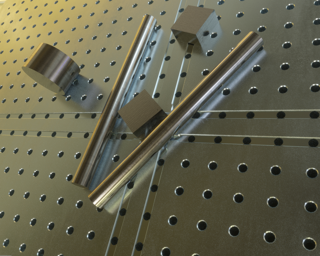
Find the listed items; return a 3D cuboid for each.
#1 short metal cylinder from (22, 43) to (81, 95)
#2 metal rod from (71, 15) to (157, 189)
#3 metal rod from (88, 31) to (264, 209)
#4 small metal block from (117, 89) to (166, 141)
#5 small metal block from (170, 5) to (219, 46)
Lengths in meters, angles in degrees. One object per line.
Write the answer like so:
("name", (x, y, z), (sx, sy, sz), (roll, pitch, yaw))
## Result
("short metal cylinder", (-0.186, -0.100, 0.532), (0.080, 0.080, 0.050), (18, 71, 35))
("metal rod", (-0.062, -0.053, 0.473), (0.025, 0.025, 0.300), (5, 64, 30))
("metal rod", (0.023, -0.013, 0.403), (0.300, 0.025, 0.025), (-45, 51, -4))
("small metal block", (-0.023, -0.018, 0.432), (0.050, 0.025, 0.050), (-40, 51, 1))
("small metal block", (0.053, -0.159, 0.478), (0.050, 0.025, 0.050), (27, 76, 37))
